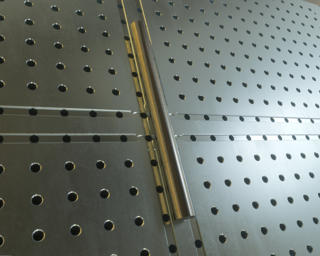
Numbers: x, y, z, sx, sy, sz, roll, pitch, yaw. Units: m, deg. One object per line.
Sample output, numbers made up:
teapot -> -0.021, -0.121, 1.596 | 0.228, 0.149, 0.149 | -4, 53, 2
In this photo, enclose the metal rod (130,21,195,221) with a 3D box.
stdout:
metal rod -> -0.003, -0.027, 0.422 | 0.025, 0.025, 0.299 | 1, 62, -28
